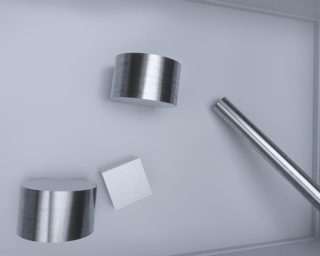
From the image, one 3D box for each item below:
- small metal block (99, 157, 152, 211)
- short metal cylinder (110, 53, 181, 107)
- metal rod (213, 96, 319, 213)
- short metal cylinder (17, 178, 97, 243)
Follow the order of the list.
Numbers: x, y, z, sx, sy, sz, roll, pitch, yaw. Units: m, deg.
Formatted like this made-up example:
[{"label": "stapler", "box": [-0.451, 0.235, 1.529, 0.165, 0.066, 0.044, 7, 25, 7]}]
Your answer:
[{"label": "small metal block", "box": [-0.044, 0.069, 0.395, 0.050, 0.025, 0.050, -21, 97, -19]}, {"label": "short metal cylinder", "box": [-0.017, -0.055, 0.376, 0.081, 0.080, 0.050, 7, 88, -20]}, {"label": "metal rod", "box": [0.189, 0.069, 0.423, 0.025, 0.025, 0.300, -42, 81, -15]}, {"label": "short metal cylinder", "box": [-0.112, 0.087, 0.341, 0.081, 0.080, 0.050, 4, 89, -20]}]
